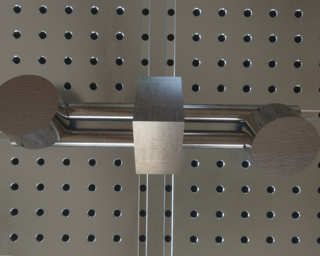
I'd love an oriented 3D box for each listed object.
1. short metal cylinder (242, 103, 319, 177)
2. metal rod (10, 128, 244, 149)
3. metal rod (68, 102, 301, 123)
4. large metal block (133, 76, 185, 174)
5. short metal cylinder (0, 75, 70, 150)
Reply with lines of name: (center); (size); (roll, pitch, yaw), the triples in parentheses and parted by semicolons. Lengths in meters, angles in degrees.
short metal cylinder: (0.148, 0.014, 0.389); (0.081, 0.050, 0.079); (0, 112, 0)
metal rod: (-0.042, 0.014, 0.412); (0.302, 0.025, 0.025); (1, 90, 0)
metal rod: (0.032, -0.020, 0.413); (0.302, 0.025, 0.025); (1, 90, 0)
large metal block: (-0.001, -0.004, 0.356); (0.050, 0.080, 0.079); (1, 132, 0)
short metal cylinder: (-0.159, -0.019, 0.385); (0.081, 0.050, 0.080); (0, 67, -1)
